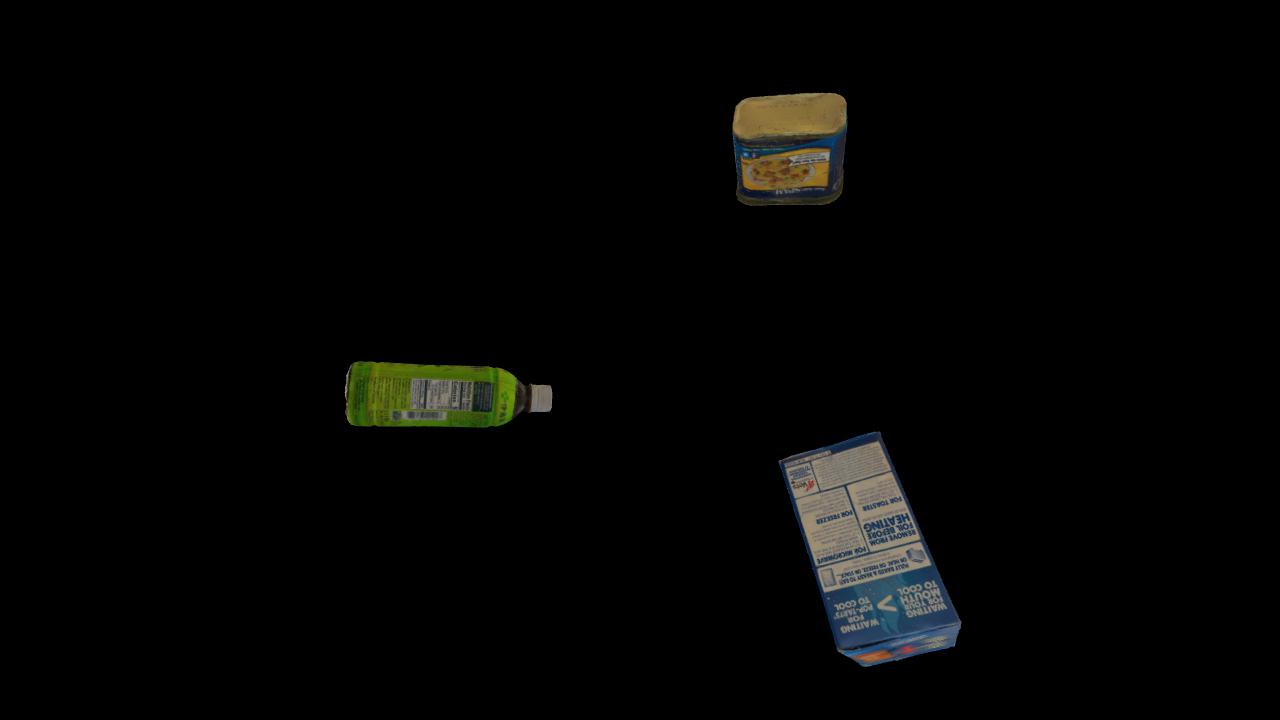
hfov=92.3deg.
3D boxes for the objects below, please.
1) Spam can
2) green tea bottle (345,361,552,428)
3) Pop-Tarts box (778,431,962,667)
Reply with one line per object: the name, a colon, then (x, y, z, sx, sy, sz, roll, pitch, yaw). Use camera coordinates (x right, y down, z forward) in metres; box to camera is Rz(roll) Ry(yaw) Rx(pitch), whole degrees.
Spam can: (0.137, -0.193, 0.567, 0.101, 0.058, 0.085, 2, -27, 16)
green tea bottle: (-0.203, 0.040, 0.673, 0.212, 0.073, 0.073, 4, -1, -16)
Pop-Tarts box: (0.184, 0.159, 0.495, 0.083, 0.141, 0.167, -21, -34, 14)
